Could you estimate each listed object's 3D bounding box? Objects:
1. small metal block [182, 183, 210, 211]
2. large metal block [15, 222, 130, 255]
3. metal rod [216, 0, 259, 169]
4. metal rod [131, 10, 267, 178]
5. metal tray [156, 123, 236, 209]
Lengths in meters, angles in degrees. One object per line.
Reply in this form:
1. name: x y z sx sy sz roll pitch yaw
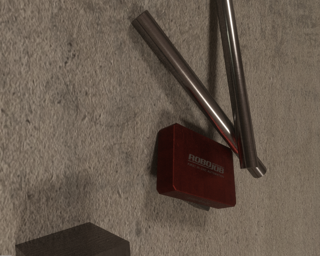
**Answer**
1. small metal block: 0.055 0.088 0.454 0.050 0.025 0.050 37 68 -34
2. large metal block: -0.084 0.136 0.300 0.081 0.080 0.050 -7 95 -40
3. metal rod: 0.110 -0.090 0.460 0.025 0.025 0.298 4 76 -40
4. metal rod: 0.066 -0.034 0.439 0.300 0.025 0.025 49 61 -21
5. metal tray: 0.054 0.057 0.432 0.131 0.030 0.090 24 57 -38
